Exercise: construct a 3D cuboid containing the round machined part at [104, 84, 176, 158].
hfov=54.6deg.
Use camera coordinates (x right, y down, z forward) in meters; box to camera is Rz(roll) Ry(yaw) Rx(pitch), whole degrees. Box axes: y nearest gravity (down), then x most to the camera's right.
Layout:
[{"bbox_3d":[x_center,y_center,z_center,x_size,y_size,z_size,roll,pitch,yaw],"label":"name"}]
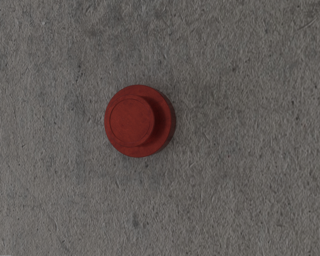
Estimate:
[{"bbox_3d":[-0.032,-0.009,0.412,0.098,0.042,0.097,0,90,20],"label":"round machined part"}]
